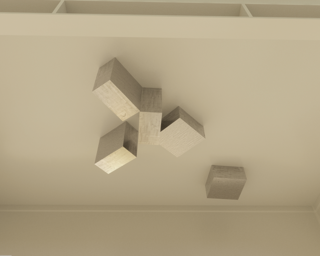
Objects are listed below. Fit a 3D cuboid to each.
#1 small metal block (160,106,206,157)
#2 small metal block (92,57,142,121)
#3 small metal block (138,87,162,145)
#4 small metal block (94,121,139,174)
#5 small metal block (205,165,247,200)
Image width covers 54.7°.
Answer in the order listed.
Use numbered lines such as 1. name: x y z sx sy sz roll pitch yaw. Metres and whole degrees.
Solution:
1. small metal block: 0.024 0.006 0.415 0.050 0.025 0.050 -37 122 27
2. small metal block: -0.047 -0.045 0.354 0.025 0.050 0.050 -29 125 22
3. small metal block: -0.012 -0.015 0.380 0.025 0.050 0.050 3 130 -3
4. small metal block: -0.057 0.026 0.414 0.050 0.050 0.025 -32 124 23
5. small metal block: 0.102 0.086 0.484 0.050 0.025 0.050 4 130 -4
